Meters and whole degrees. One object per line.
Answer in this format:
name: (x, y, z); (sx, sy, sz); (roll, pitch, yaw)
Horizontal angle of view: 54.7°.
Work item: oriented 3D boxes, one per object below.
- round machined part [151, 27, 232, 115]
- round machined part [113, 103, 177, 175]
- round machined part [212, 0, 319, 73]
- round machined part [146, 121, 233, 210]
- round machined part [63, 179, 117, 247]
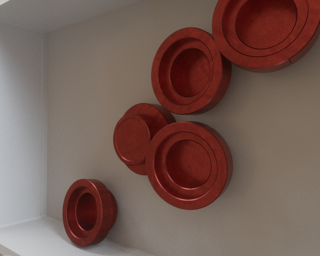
round machined part: (0.040, -0.064, 0.363); (0.098, 0.042, 0.097); (0, 90, 40)
round machined part: (-0.025, 0.015, 0.417); (0.098, 0.042, 0.097); (0, 90, 40)
round machined part: (0.105, -0.102, 0.302); (0.098, 0.042, 0.097); (-2, 86, 30)
round machined part: (0.036, 0.040, 0.358); (0.098, 0.042, 0.097); (2, 94, 28)
round machined part: (-0.104, 0.128, 0.476); (0.098, 0.042, 0.098); (-8, 77, 40)
